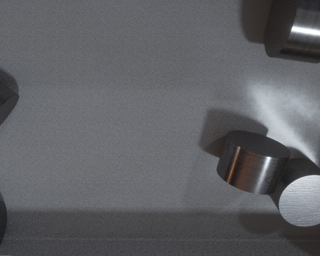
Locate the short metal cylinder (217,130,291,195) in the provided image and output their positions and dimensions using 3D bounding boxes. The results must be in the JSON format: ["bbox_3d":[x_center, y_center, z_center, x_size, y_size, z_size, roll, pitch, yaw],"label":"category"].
[{"bbox_3d":[0.119,0.042,0.398,0.081,0.080,0.050,11,110,-4],"label":"short metal cylinder"}]

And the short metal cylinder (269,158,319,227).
[{"bbox_3d":[0.197,0.089,0.432,0.081,0.050,0.079,0,110,0],"label":"short metal cylinder"}]

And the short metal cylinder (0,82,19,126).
[{"bbox_3d":[-0.218,-0.024,0.371,0.050,0.080,0.080,38,106,-13],"label":"short metal cylinder"}]

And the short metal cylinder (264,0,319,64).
[{"bbox_3d":[0.156,-0.114,0.341,0.050,0.080,0.079,8,110,-3],"label":"short metal cylinder"}]

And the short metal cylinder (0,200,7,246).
[{"bbox_3d":[-0.257,0.139,0.431,0.050,0.080,0.079,4,110,-2],"label":"short metal cylinder"}]
